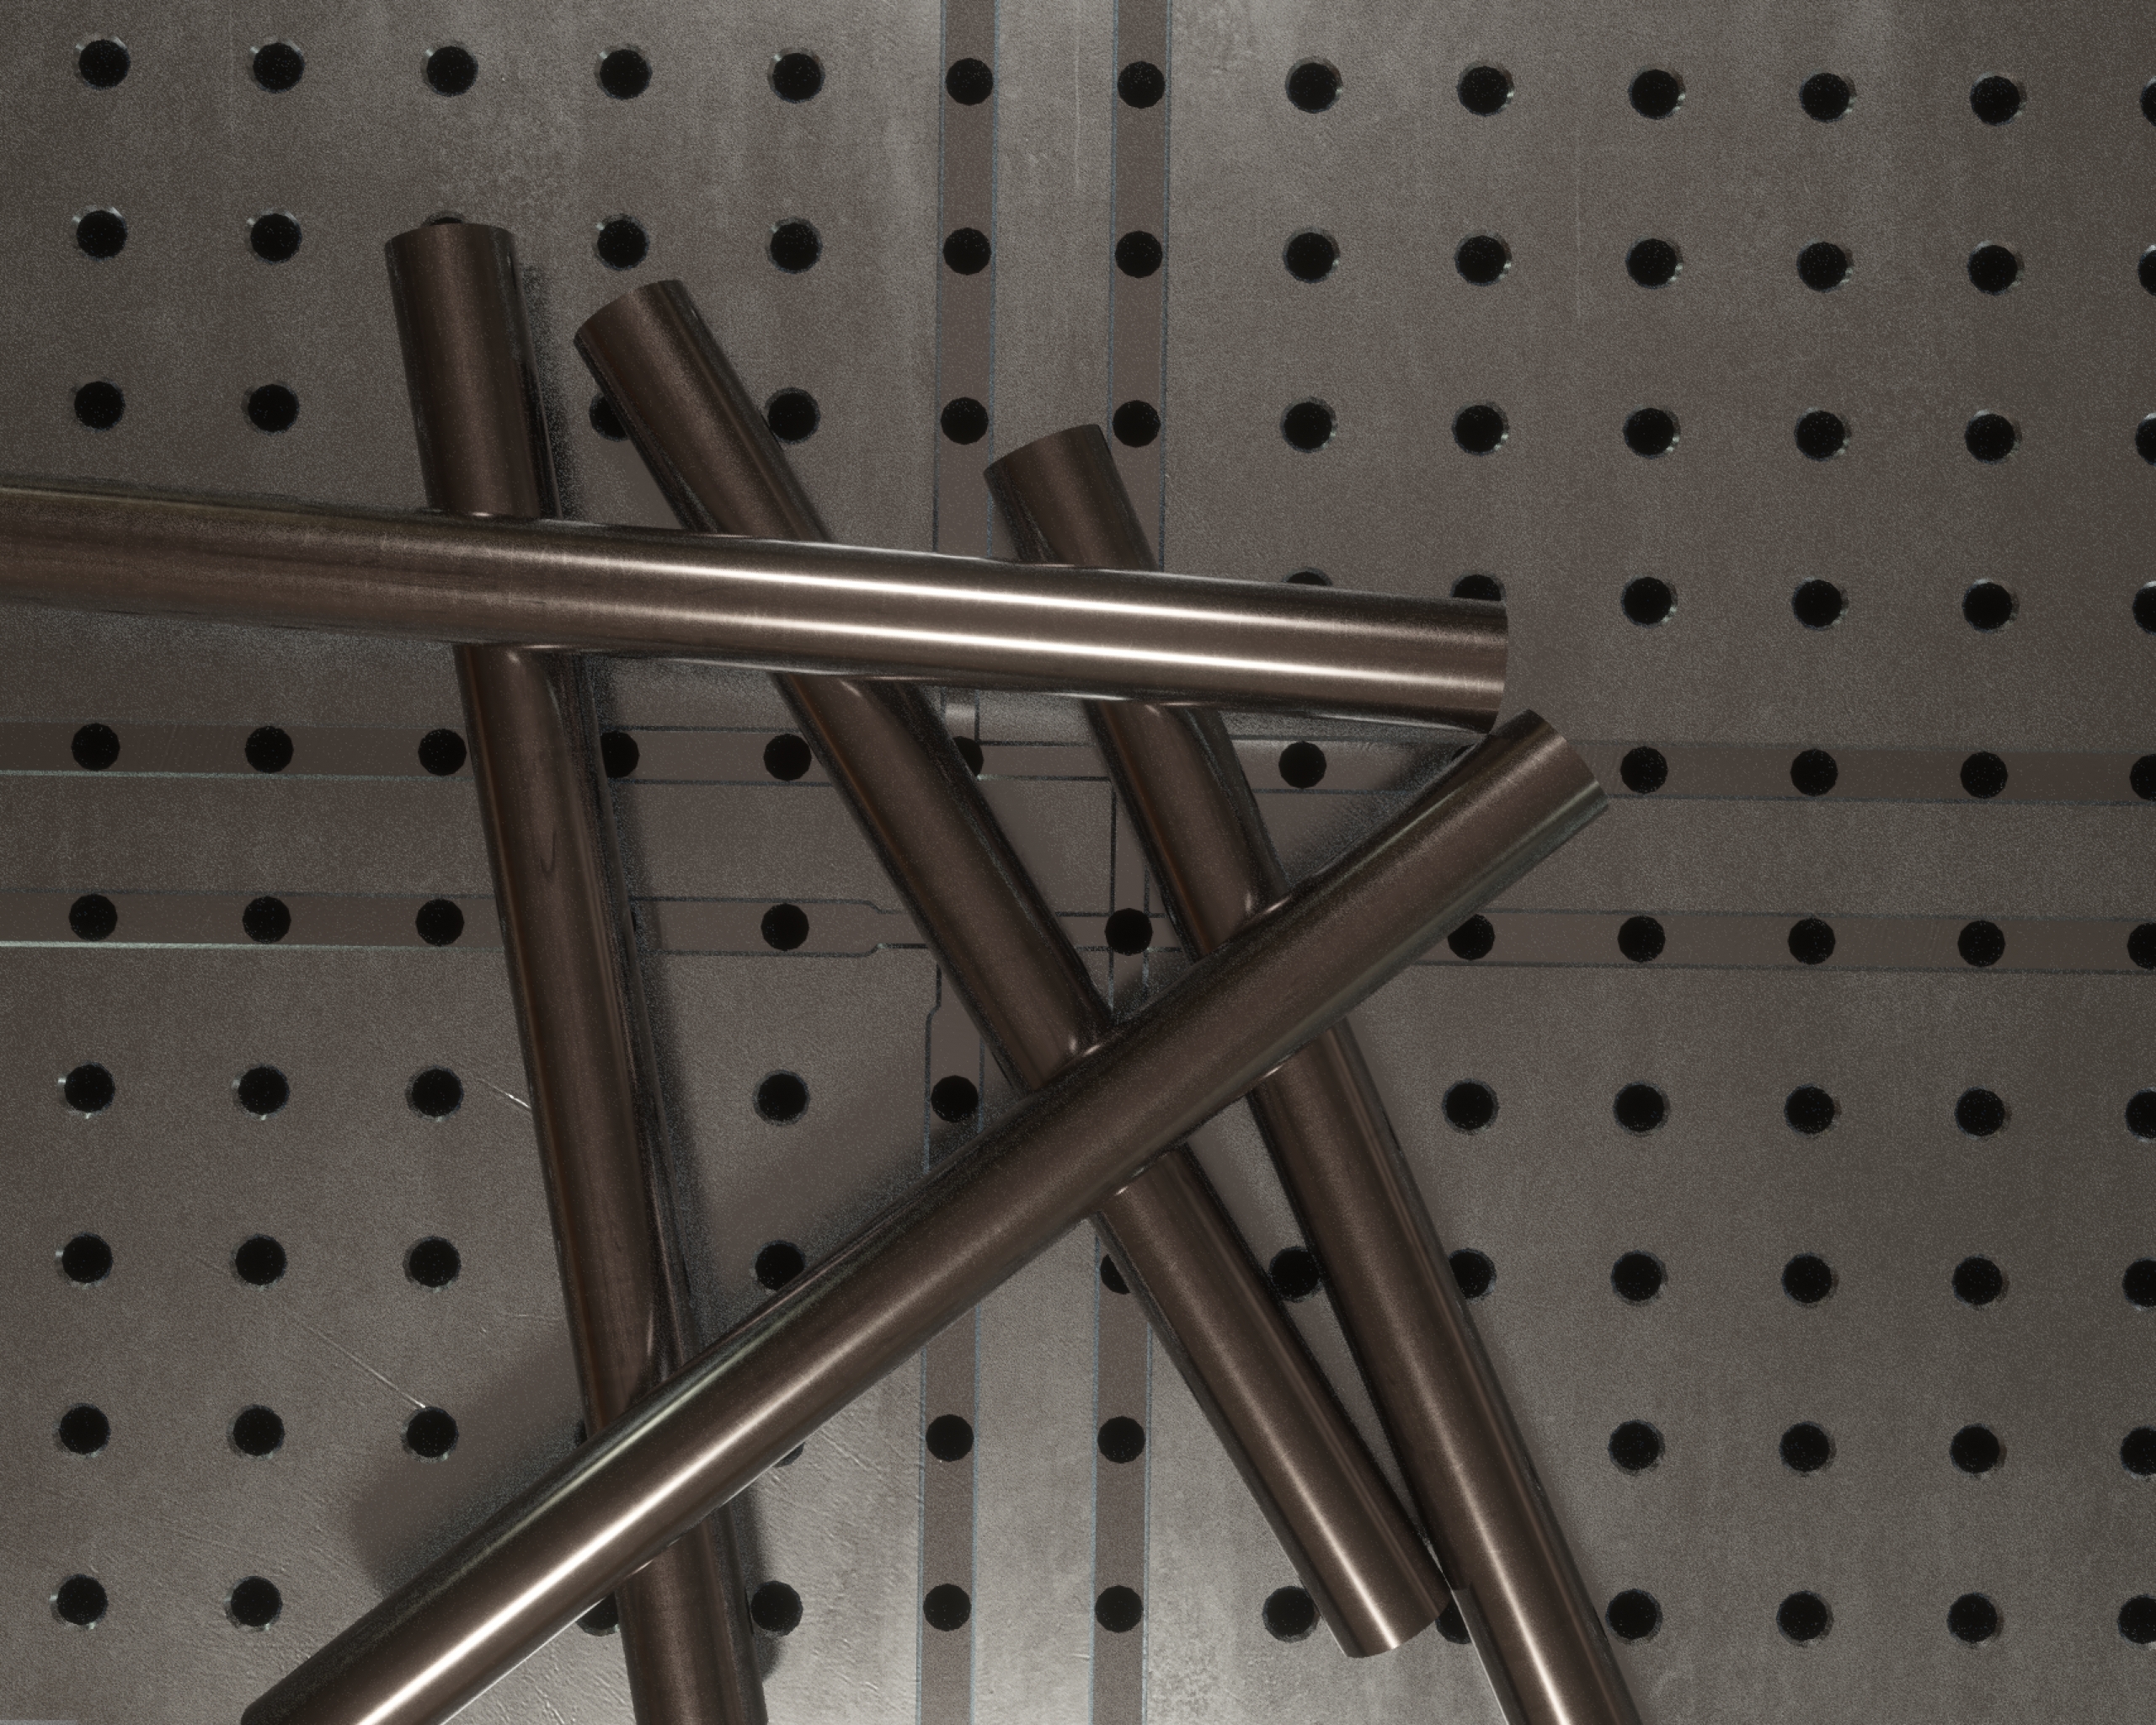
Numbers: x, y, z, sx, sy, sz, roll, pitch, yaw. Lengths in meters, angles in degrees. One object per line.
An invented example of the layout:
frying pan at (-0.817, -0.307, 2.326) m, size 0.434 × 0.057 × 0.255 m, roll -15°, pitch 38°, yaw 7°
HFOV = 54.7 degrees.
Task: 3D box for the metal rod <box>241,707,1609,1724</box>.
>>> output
metal rod at (-0.028, 0.073, 0.388) m, size 0.300 × 0.025 × 0.025 m, roll -38°, pitch 90°, yaw -1°

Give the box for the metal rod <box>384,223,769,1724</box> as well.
metal rod at (-0.099, 0.025, 0.411) m, size 0.025 × 0.025 × 0.298 m, roll -10°, pitch 90°, yaw 0°

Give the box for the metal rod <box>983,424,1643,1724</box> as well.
metal rod at (0.051, 0.056, 0.414) m, size 0.025 × 0.025 × 0.299 m, roll -23°, pitch 90°, yaw 0°

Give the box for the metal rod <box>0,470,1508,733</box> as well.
metal rod at (-0.073, -0.049, 0.388) m, size 0.302 × 0.025 × 0.025 m, roll 5°, pitch 90°, yaw -1°

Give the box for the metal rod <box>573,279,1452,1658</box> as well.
metal rod at (-0.013, 0.021, 0.413) m, size 0.025 × 0.025 × 0.299 m, roll -30°, pitch 90°, yaw 0°
